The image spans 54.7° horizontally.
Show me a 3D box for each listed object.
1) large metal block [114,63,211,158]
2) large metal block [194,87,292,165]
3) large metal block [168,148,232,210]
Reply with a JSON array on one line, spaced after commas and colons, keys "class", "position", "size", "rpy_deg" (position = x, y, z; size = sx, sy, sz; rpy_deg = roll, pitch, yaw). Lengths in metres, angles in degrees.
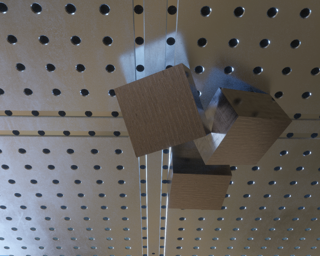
[{"class": "large metal block", "position": [0.005, -0.019, 0.353], "size": [0.080, 0.050, 0.080], "rpy_deg": [-19, 88, 15]}, {"class": "large metal block", "position": [0.097, 0.001, 0.383], "size": [0.081, 0.050, 0.079], "rpy_deg": [4, 132, -27]}, {"class": "large metal block", "position": [0.055, 0.077, 0.462], "size": [0.081, 0.050, 0.079], "rpy_deg": [3, 130, -3]}]
